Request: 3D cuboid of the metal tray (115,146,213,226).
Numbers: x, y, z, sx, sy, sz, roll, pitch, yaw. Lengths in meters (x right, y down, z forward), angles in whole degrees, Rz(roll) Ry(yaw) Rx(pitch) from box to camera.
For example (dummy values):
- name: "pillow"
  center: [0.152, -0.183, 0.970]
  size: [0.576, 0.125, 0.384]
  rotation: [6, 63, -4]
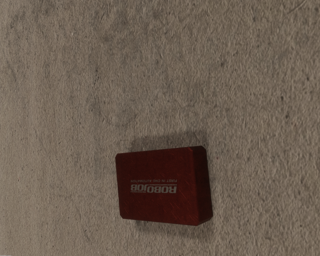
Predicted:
- name: "metal tray"
  center: [0.000, 0.073, 0.400]
  size: [0.130, 0.030, 0.089]
  rotation: [-9, 85, 39]
